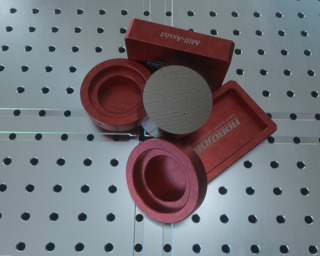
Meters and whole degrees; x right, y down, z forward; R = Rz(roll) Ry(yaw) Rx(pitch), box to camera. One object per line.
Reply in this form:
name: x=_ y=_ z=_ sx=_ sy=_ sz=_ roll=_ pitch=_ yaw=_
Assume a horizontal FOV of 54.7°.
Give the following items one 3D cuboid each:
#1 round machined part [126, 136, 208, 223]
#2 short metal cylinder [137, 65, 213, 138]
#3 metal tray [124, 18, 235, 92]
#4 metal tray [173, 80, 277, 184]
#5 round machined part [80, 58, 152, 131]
round machined part: x=0.011 y=0.057 z=0.363 sx=0.098 sy=0.042 sz=0.097 roll=7 pitch=103 yaw=32
short metal cylinder: x=0.016 y=-0.028 z=0.369 sx=0.081 sy=0.050 sz=0.080 roll=2 pitch=79 yaw=-12
metal tray: x=0.024 y=-0.091 z=0.410 sx=0.131 sy=0.090 sz=0.030 roll=14 pitch=71 yaw=5
metal tray: x=0.073 y=0.007 z=0.407 sx=0.131 sy=0.030 sz=0.090 roll=-35 pitch=74 yaw=-12
round machined part: x=-0.053 y=-0.041 z=0.417 sx=0.099 sy=0.042 sz=0.098 roll=0 pitch=70 yaw=-1
